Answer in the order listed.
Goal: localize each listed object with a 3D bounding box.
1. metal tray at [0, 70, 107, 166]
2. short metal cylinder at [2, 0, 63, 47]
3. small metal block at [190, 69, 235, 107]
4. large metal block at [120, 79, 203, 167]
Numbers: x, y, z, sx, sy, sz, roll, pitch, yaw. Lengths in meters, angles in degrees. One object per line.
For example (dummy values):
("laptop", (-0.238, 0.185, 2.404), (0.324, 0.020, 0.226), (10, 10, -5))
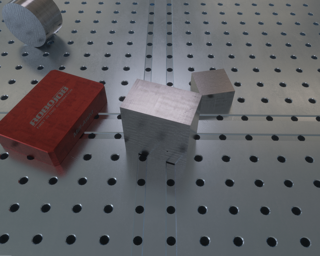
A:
("metal tray", (-0.143, -0.020, 0.420), (0.090, 0.030, 0.130), (18, 52, 14))
("short metal cylinder", (-0.216, -0.186, 0.527), (0.080, 0.080, 0.050), (16, 52, 13))
("small metal block", (0.077, -0.059, 0.458), (0.050, 0.025, 0.050), (-8, 51, -7))
("large metal block", (0.002, -0.005, 0.376), (0.080, 0.080, 0.050), (15, 52, 12))
